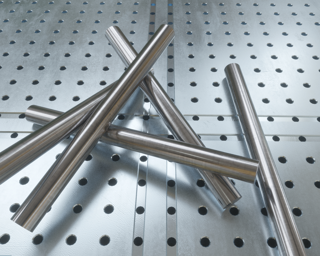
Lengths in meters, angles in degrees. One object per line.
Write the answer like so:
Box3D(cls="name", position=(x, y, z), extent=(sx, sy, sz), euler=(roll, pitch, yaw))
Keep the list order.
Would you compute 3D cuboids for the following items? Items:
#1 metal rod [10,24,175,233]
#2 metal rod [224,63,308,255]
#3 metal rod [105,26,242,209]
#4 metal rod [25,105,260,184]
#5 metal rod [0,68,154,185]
Box3D(cls="metal rod", position=(-0.063, -0.019, 0.367), extent=(0.025, 0.025, 0.300), euler=(23, 63, 18))
Box3D(cls="metal rod", position=(0.122, 0.023, 0.389), extent=(0.025, 0.025, 0.300), euler=(-3, 50, -2))
Box3D(cls="metal rod", position=(0.004, -0.031, 0.403), extent=(0.025, 0.025, 0.299), euler=(-25, 63, -19))
Box3D(cls="metal rod", position=(-0.037, 0.013, 0.371), extent=(0.301, 0.025, 0.025), euler=(13, 51, 21))
Box3D(cls="metal rod", position=(-0.092, -0.018, 0.372), extent=(0.025, 0.025, 0.301), euler=(24, 39, 19))
